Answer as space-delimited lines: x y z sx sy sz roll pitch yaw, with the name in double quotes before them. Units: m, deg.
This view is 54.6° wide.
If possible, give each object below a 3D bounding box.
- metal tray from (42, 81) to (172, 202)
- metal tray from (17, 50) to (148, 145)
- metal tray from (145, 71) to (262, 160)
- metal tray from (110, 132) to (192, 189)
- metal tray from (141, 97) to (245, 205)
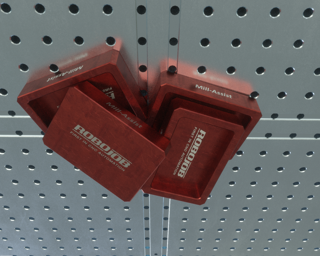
"metal tray" -0.064 0.017 0.369 0.130 0.030 0.090 36 116 -1
"metal tray" -0.092 -0.030 0.381 0.130 0.030 0.090 -17 128 14
"metal tray" 0.050 -0.011 0.397 0.131 0.030 0.089 15 128 -12
"metal tray" -0.019 0.050 0.450 0.131 0.030 0.089 20 127 -17
"metal tray" 0.037 0.034 0.397 0.091 0.030 0.129 16 117 -13
